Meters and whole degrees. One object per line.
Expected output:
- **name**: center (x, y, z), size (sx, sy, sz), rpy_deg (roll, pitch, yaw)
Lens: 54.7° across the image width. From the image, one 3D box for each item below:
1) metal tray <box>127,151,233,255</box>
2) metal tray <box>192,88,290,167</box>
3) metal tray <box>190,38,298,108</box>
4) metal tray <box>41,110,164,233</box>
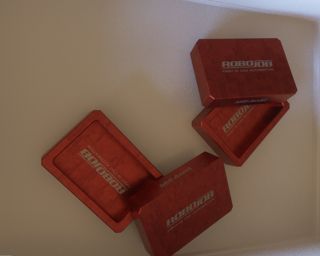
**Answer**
- **metal tray**: center (0.031, 0.099, 0.400), size (0.131, 0.030, 0.089), rpy_deg (-28, 117, -24)
- **metal tray**: center (0.120, -0.019, 0.453), size (0.130, 0.030, 0.090), rpy_deg (-46, 105, -14)
- **metal tray**: center (0.115, -0.078, 0.430), size (0.131, 0.030, 0.090), rpy_deg (-5, 71, -15)
- **metal tray**: center (-0.067, 0.053, 0.383), size (0.090, 0.030, 0.130), rpy_deg (-46, 105, -14)
